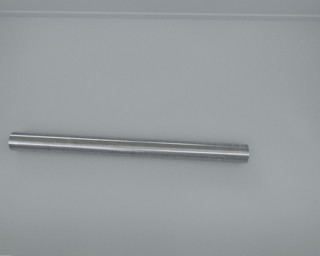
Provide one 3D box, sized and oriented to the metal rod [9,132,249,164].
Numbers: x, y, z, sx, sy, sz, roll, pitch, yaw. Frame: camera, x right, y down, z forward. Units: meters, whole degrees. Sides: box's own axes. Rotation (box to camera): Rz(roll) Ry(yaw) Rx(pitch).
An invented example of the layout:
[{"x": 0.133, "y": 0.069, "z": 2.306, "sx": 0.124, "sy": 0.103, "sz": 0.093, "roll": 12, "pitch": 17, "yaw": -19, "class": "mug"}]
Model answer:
[{"x": -0.040, "y": 0.025, "z": 0.400, "sx": 0.302, "sy": 0.025, "sz": 0.025, "roll": 3, "pitch": 70, "yaw": 1, "class": "metal rod"}]
